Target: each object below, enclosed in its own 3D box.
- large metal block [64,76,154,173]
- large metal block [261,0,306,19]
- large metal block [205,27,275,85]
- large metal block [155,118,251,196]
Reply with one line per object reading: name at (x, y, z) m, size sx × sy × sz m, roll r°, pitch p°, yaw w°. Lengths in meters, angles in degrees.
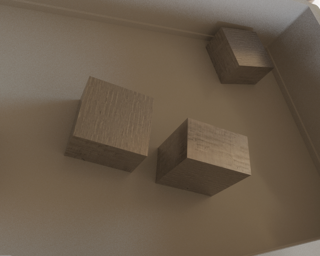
large metal block at (-0.057, -0.003, 0.360) m, size 0.081 × 0.050 × 0.080 m, roll 18°, pitch 55°, yaw -18°
large metal block at (0.287, -0.318, 0.740) m, size 0.081 × 0.050 × 0.080 m, roll 6°, pitch 59°, yaw -25°
large metal block at (0.138, -0.123, 0.539) m, size 0.081 × 0.050 × 0.080 m, roll -4°, pitch 64°, yaw -30°
large metal block at (0.049, 0.039, 0.373) m, size 0.081 × 0.080 × 0.050 m, roll 17°, pitch 55°, yaw -19°
